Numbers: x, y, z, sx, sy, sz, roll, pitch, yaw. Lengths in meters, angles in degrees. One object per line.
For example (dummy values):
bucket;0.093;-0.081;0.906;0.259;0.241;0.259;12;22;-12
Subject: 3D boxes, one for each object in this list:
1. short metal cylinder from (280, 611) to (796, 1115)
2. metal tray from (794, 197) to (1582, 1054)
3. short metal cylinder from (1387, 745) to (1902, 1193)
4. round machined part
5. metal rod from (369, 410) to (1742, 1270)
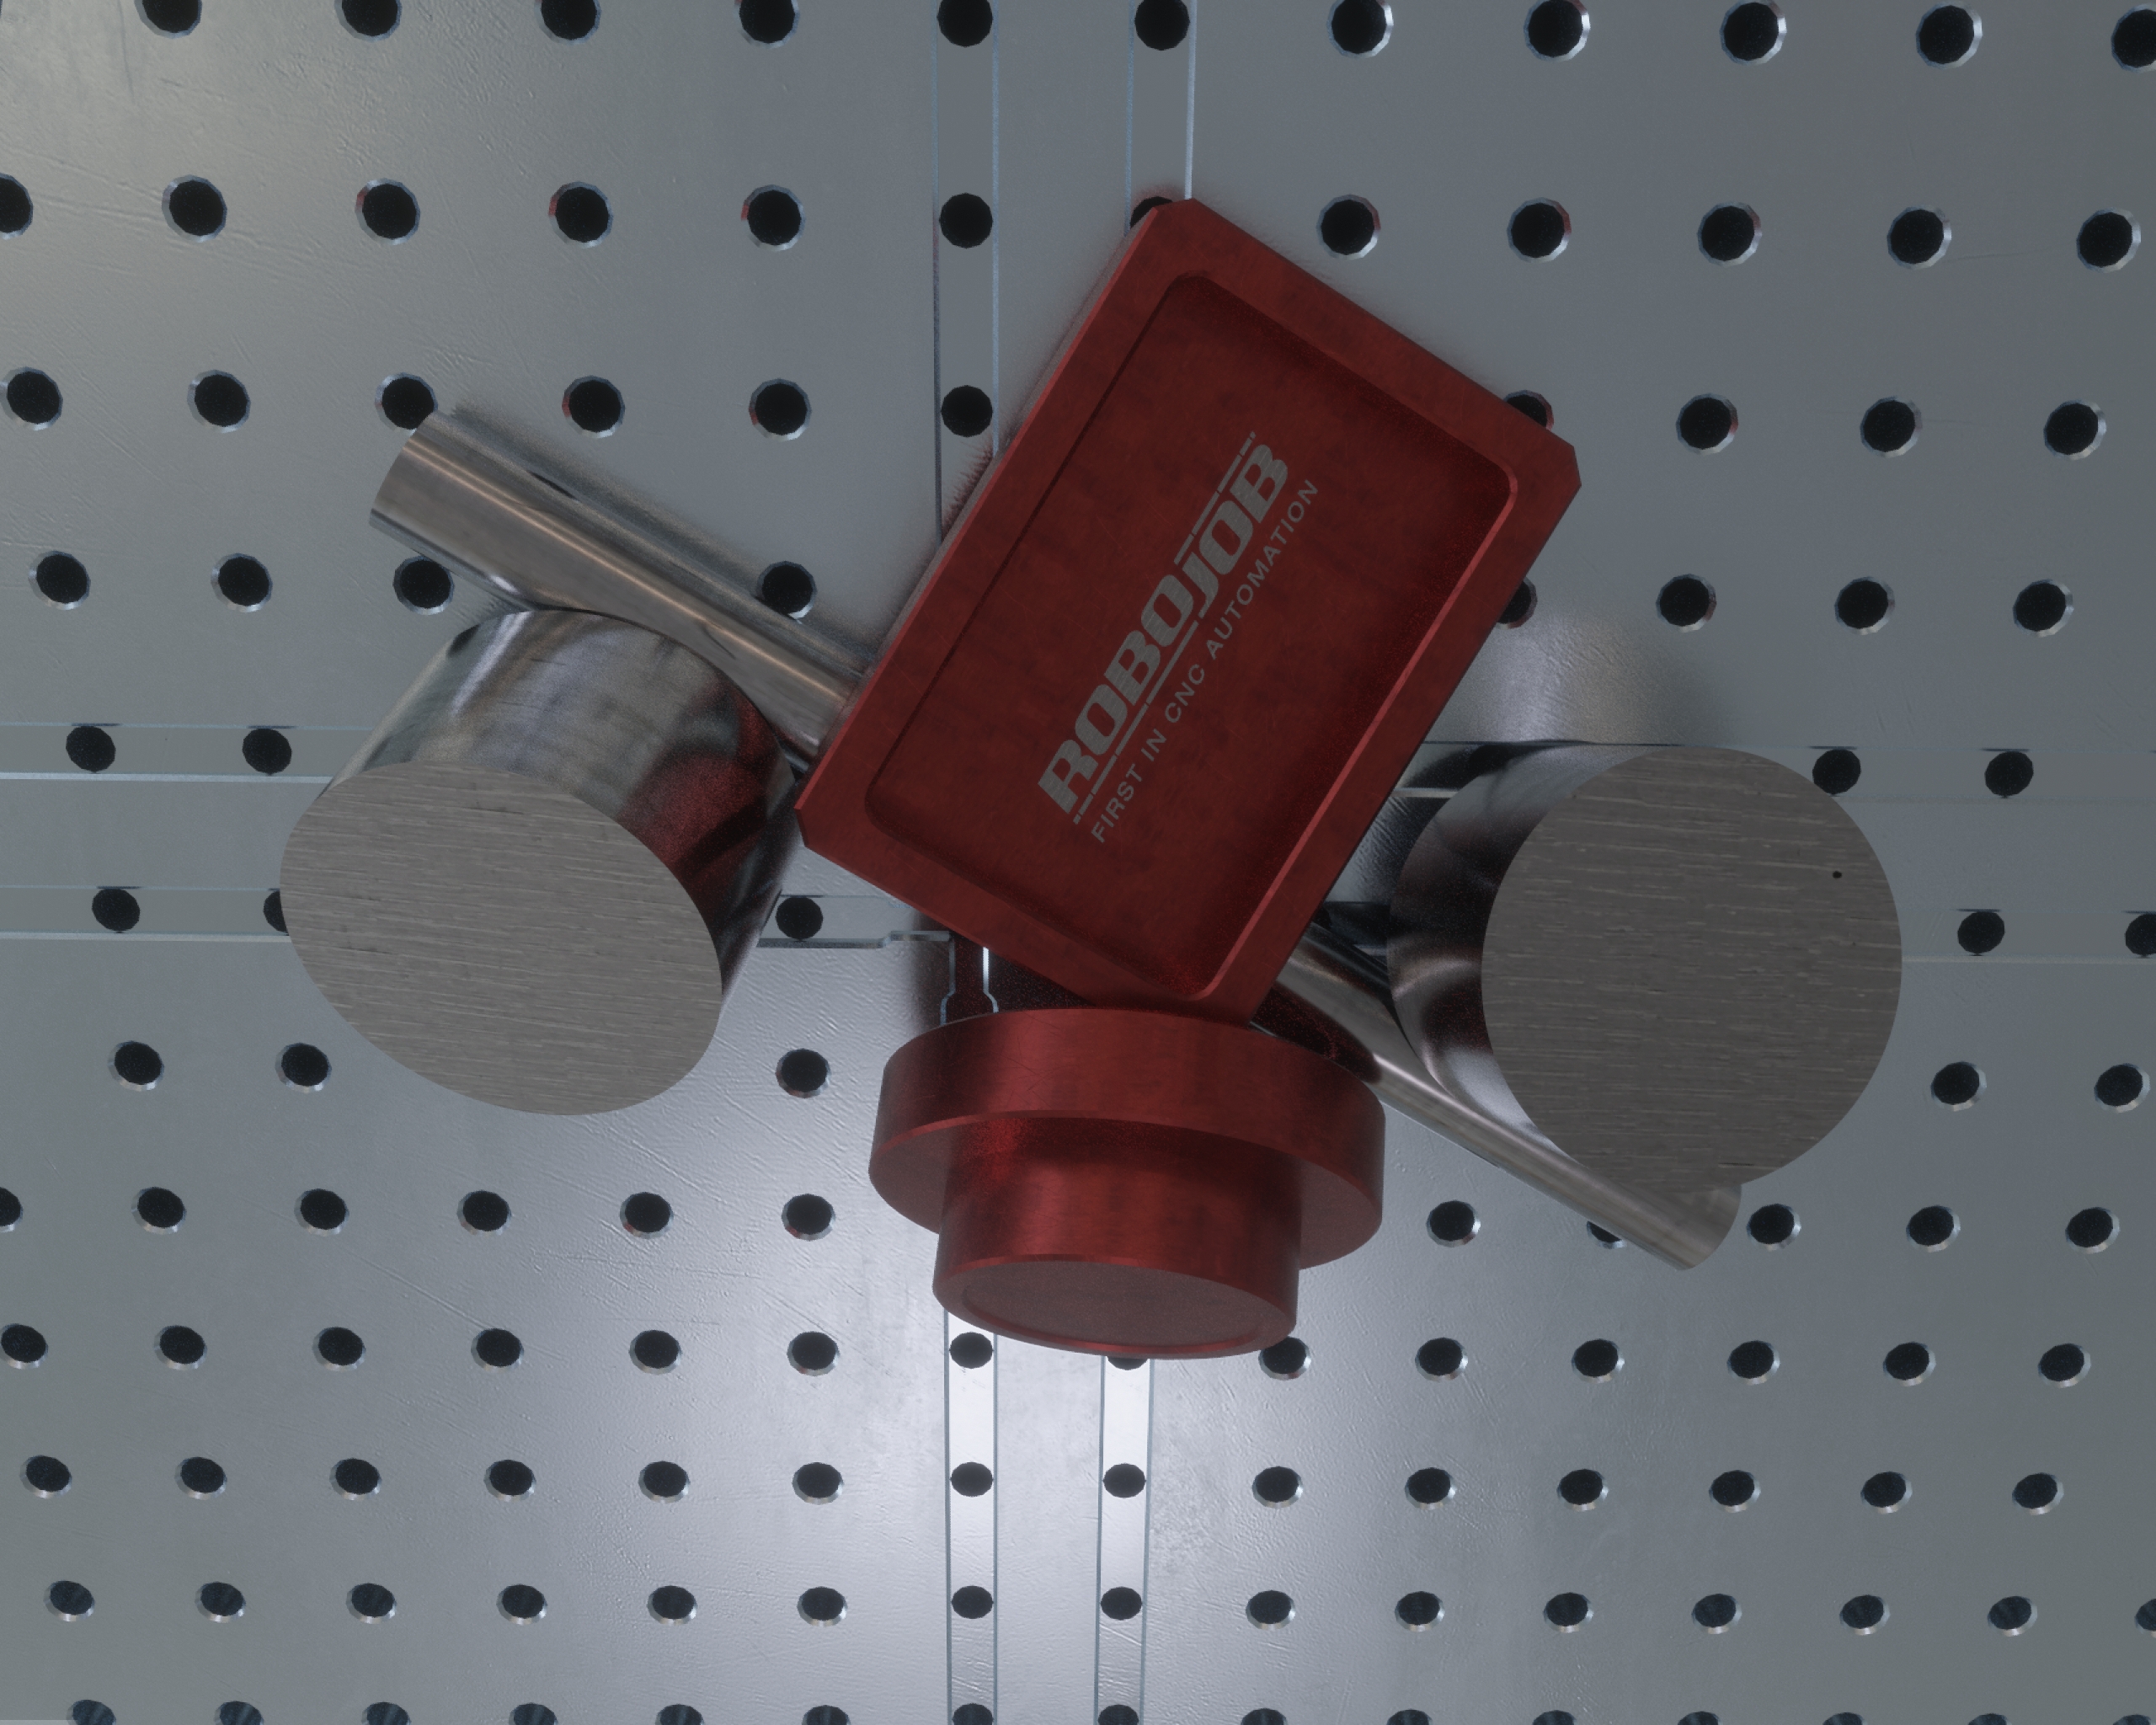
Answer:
short metal cylinder;-0.097;0.000;0.387;0.080;0.050;0.079;6;127;8
metal tray;0.019;-0.040;0.380;0.090;0.030;0.130;30;94;-11
short metal cylinder;0.105;0.018;0.395;0.081;0.050;0.079;-1;93;-11
round machined part;0.009;0.066;0.400;0.099;0.042;0.098;5;153;3
metal rod;0.004;0.001;0.414;0.301;0.025;0.025;30;107;-11
